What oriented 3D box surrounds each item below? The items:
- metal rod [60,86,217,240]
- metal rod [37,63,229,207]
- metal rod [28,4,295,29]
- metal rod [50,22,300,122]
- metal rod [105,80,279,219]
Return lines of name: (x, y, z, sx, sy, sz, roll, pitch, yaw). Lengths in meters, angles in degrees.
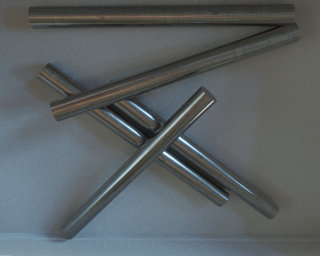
metal rod: (-0.042, 0.059, 0.410, 0.025, 0.025, 0.299, 39, 113, -14)
metal rod: (-0.026, 0.016, 0.416, 0.301, 0.025, 0.025, 37, 106, -13)
metal rod: (0.003, -0.131, 0.362, 0.302, 0.025, 0.025, -1, 110, -1)
metal rod: (0.018, -0.067, 0.369, 0.302, 0.025, 0.025, -19, 109, 0)
metal rod: (0.049, 0.037, 0.425, 0.301, 0.025, 0.025, 37, 106, -13)
